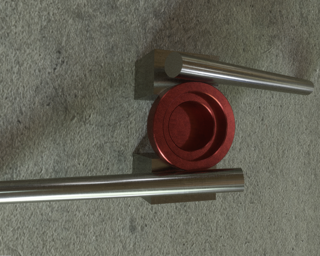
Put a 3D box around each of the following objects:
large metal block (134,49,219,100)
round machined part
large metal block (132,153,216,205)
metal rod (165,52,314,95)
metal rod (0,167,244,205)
[{"bbox_3d":[0.017,-0.061,0.388,0.081,0.080,0.050,1,90,-20],"label":"large metal block"},{"bbox_3d":[0.032,-0.002,0.351,0.099,0.042,0.097,0,90,-21],"label":"round machined part"},{"bbox_3d":[0.015,0.059,0.387,0.081,0.080,0.050,1,90,-20],"label":"large metal block"},{"bbox_3d":[0.125,-0.063,0.401,0.302,0.025,0.025,-1,91,-42],"label":"metal rod"},{"bbox_3d":[-0.066,0.063,0.328,0.302,0.025,0.025,-4,92,2],"label":"metal rod"}]
